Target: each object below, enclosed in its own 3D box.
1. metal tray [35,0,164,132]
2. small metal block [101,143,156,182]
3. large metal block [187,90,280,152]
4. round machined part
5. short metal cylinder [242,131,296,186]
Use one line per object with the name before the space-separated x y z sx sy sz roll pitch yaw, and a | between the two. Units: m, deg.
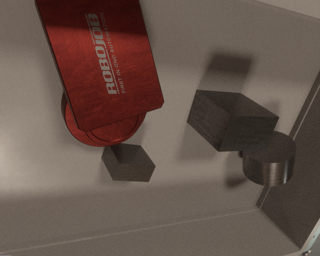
metal tray | -0.056 -0.071 0.304 0.091 0.030 0.129 -19 106 -18
small metal block | -0.041 0.043 0.398 0.050 0.050 0.025 9 114 -33
large metal block | 0.096 -0.011 0.421 0.081 0.080 0.050 0 118 -29
round machined part | -0.059 -0.019 0.355 0.099 0.042 0.097 -14 125 -21
short metal cylinder | 0.175 0.047 0.501 0.081 0.080 0.050 -22 127 -15
